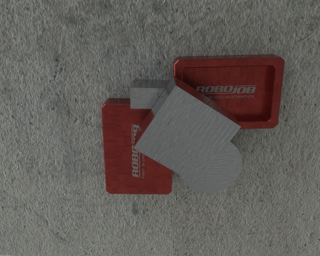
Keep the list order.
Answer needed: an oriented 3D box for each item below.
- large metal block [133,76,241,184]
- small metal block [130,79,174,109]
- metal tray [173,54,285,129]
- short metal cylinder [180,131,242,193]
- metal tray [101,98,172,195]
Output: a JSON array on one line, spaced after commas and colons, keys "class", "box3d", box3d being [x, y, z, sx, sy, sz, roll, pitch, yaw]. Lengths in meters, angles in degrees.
[{"class": "large metal block", "box3d": [0.028, 0.001, 0.344, 0.080, 0.050, 0.080, 31, 107, -11]}, {"class": "small metal block", "box3d": [-0.009, -0.043, 0.382, 0.050, 0.050, 0.025, 1, 110, -1]}, {"class": "metal tray", "box3d": [0.083, -0.045, 0.392, 0.131, 0.030, 0.089, -2, 110, 0]}, {"class": "short metal cylinder", "box3d": [0.063, 0.039, 0.412, 0.080, 0.050, 0.079, 0, 110, 0]}, {"class": "metal tray", "box3d": [-0.028, 0.026, 0.419, 0.091, 0.030, 0.129, 1, 110, 0]}]
